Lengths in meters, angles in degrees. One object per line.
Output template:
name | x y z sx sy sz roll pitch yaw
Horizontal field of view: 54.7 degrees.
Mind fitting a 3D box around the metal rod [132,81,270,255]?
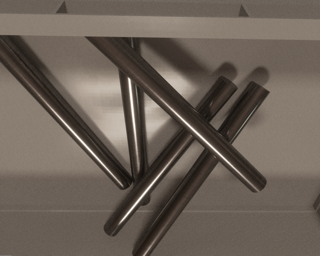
metal rod | 0.045 0.070 0.417 0.025 0.025 0.298 25 109 -20

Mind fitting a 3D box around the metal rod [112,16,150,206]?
metal rod | -0.032 0.004 0.412 0.025 0.025 0.298 -1 130 1

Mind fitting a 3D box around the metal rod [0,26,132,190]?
metal rod | -0.121 -0.015 0.394 0.025 0.025 0.299 -21 127 17

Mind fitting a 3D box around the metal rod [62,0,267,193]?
metal rod | 0.022 -0.020 0.343 0.025 0.025 0.300 -37 114 27

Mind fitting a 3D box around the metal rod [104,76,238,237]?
metal rod | 0.002 0.054 0.430 0.025 0.025 0.298 26 118 -21
